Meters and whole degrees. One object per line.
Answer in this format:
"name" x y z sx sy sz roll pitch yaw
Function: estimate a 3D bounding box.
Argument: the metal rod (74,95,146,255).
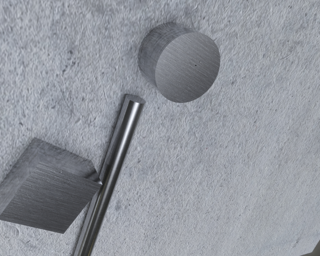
"metal rod" -0.079 0.095 0.422 0.025 0.025 0.298 7 115 -32

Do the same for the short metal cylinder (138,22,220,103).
"short metal cylinder" 0.021 -0.075 0.356 0.081 0.050 0.079 -14 124 -21

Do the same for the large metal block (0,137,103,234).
"large metal block" -0.130 0.069 0.363 0.080 0.050 0.080 32 101 -38
